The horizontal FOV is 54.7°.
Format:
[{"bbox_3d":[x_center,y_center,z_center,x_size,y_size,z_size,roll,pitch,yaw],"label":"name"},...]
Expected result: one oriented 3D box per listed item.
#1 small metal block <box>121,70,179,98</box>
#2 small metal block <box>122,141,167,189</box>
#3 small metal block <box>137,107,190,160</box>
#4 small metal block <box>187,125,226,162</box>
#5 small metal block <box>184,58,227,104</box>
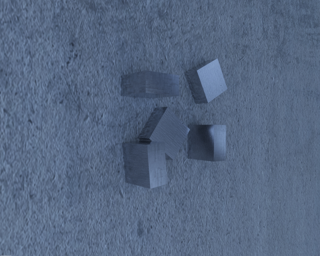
[{"bbox_3d":[-0.012,-0.052,0.378,0.050,0.050,0.025,0,90,-40],"label":"small metal block"},{"bbox_3d":[-0.019,0.042,0.372,0.025,0.050,0.050,-7,95,-40],"label":"small metal block"},{"bbox_3d":[0.006,0.007,0.409,0.050,0.025,0.050,44,64,-31],"label":"small metal block"},{"bbox_3d":[0.066,0.020,0.444,0.025,0.050,0.050,2,89,-40],"label":"small metal block"},{"bbox_3d":[0.069,-0.070,0.462,0.050,0.025,0.050,-35,112,-34],"label":"small metal block"}]
